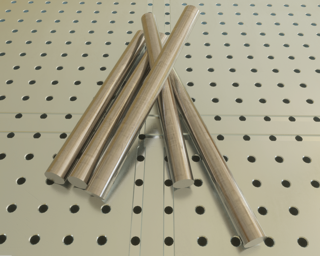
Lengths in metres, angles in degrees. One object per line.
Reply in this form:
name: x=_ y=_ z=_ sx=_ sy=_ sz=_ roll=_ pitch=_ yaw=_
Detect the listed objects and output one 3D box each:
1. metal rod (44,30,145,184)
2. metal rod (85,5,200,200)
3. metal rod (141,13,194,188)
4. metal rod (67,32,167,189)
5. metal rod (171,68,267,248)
metal rod: x=-0.076 y=-0.051 z=0.449 sx=0.025 sy=0.025 sz=0.300 roll=14 pitch=51 yaw=11
metal rod: x=-0.012 y=-0.049 z=0.403 sx=0.025 sy=0.025 sz=0.300 roll=19 pitch=66 yaw=15
metal rod: x=0.004 y=-0.059 z=0.436 sx=0.025 sy=0.025 sz=0.299 roll=-7 pitch=57 yaw=-6
metal rod: x=-0.046 y=-0.046 z=0.445 sx=0.025 sy=0.025 sz=0.300 roll=15 pitch=51 yaw=12
metal rod: x=0.051 y=0.005 z=0.403 sx=0.025 sy=0.025 sz=0.299 roll=-14 pitch=51 yaw=-12
